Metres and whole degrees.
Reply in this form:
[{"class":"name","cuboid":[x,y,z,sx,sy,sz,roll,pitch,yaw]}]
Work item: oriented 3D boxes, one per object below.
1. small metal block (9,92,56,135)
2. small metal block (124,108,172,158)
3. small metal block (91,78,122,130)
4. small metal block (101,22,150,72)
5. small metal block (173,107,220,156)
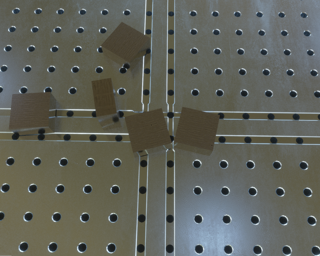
[{"class":"small metal block","cuboid":[-0.170,-0.019,0.418,0.050,0.025,0.050,-4,70,-2]},{"class":"small metal block","cuboid":[-0.016,0.006,0.409,0.050,0.025,0.050,-14,71,-5]},{"class":"small metal block","cuboid":[-0.070,-0.030,0.409,0.025,0.050,0.050,-11,71,-4]},{"class":"small metal block","cuboid":[-0.049,-0.119,0.455,0.050,0.025,0.050,32,73,11]},{"class":"small metal block","cuboid":[0.048,0.004,0.410,0.050,0.025,0.050,13,71,5]}]
